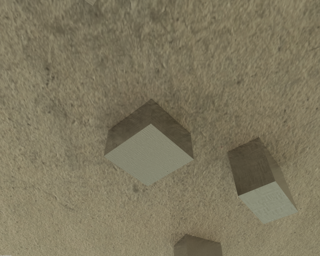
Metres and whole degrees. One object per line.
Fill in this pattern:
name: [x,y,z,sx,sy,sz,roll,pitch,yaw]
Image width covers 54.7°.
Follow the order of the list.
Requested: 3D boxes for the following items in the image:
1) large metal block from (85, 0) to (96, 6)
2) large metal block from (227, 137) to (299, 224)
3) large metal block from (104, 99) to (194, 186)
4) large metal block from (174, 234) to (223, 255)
large metal block: [-0.065,-0.164,0.250,0.080,0.050,0.080,31,123,-24]
large metal block: [0.143,0.074,0.437,0.050,0.080,0.080,-29,125,22]
large metal block: [-0.014,0.022,0.409,0.080,0.050,0.080,-34,123,25]
large metal block: [0.075,0.261,0.595,0.080,0.080,0.050,21,127,-17]
